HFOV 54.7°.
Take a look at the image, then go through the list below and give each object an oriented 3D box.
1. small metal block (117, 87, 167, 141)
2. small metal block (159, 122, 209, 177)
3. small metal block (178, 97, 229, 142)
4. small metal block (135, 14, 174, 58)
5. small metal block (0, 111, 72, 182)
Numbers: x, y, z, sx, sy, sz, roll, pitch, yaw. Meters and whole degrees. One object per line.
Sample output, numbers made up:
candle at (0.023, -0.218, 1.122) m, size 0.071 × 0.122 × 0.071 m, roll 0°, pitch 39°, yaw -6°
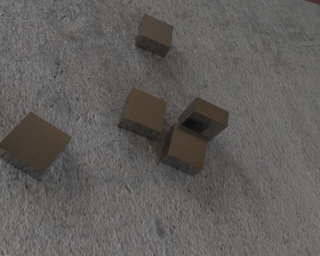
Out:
small metal block at (-0.022, -0.018, 0.403) m, size 0.050 × 0.025 × 0.050 m, roll 23°, pitch 53°, yaw -15°
small metal block at (0.032, 0.028, 0.404) m, size 0.050 × 0.025 × 0.050 m, roll 25°, pitch 53°, yaw -13°
small metal block at (0.058, -0.010, 0.425) m, size 0.050 × 0.050 × 0.025 m, roll 24°, pitch 53°, yaw -14°
small metal block at (-0.009, -0.145, 0.487) m, size 0.050 × 0.025 × 0.050 m, roll 19°, pitch 54°, yaw -17°
small metal block at (-0.130, 0.019, 0.322) m, size 0.050 × 0.025 × 0.050 m, roll 33°, pitch 51°, yaw -7°
